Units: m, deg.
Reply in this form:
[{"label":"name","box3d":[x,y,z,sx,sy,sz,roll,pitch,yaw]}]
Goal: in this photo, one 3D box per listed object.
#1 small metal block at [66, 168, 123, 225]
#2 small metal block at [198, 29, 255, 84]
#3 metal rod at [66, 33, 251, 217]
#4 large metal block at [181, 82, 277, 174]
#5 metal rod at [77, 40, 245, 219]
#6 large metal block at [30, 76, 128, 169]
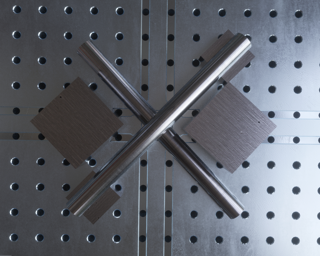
[{"label":"small metal block","box3d":[-0.086,0.090,0.413,0.050,0.025,0.050,45,90,0]},{"label":"small metal block","box3d":[0.088,-0.093,0.414,0.050,0.025,0.050,-44,90,0]},{"label":"metal rod","box3d":[-0.001,-0.004,0.388,0.300,0.025,0.025,-45,90,0]},{"label":"large metal block","box3d":[0.086,0.000,0.401,0.080,0.050,0.080,43,90,0]},{"label":"metal rod","box3d":[0.001,0.002,0.412,0.025,0.025,0.300,-43,90,0]},{"label":"large metal block","box3d":[-0.101,-0.006,0.400,0.080,0.050,0.080,-43,90,0]}]
